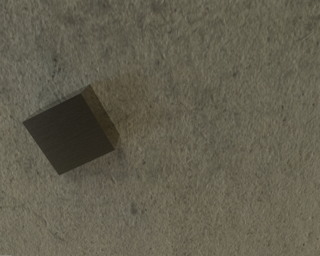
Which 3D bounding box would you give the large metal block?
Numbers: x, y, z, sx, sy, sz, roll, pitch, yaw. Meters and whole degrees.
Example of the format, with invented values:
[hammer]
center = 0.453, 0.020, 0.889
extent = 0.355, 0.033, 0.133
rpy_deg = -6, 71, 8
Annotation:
[large metal block]
center = -0.109, 0.001, 0.395
extent = 0.080, 0.050, 0.080
rpy_deg = -25, 109, 8
